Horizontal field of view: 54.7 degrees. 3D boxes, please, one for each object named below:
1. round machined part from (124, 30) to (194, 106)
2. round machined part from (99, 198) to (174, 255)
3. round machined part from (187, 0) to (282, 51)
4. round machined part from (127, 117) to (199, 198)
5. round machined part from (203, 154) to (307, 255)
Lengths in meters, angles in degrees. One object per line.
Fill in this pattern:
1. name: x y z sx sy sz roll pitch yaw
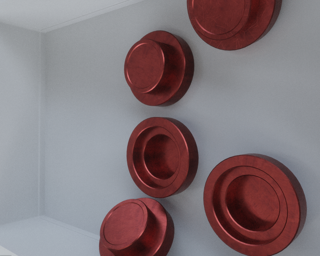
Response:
1. round machined part: -0.008 -0.077 0.401 0.098 0.042 0.097 0 90 39
2. round machined part: -0.035 0.129 0.388 0.098 0.042 0.098 -20 37 17
3. round machined part: 0.068 -0.128 0.316 0.098 0.042 0.097 20 125 31
4. round machined part: 0.007 0.035 0.388 0.098 0.042 0.097 0 90 39
5. round machined part: 0.097 0.075 0.315 0.098 0.042 0.097 0 90 39
